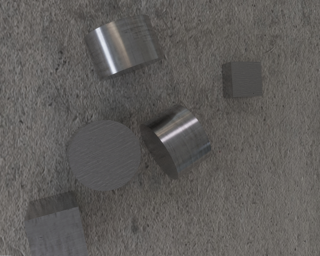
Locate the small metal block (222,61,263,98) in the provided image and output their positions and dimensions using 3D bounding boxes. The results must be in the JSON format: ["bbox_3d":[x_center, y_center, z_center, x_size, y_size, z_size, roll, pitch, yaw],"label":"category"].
[{"bbox_3d":[0.120,-0.070,0.453,0.050,0.025,0.050,-4,92,-20],"label":"small metal block"}]

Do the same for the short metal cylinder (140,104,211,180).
[{"bbox_3d":[0.018,0.017,0.387,0.050,0.080,0.080,-32,101,-17],"label":"short metal cylinder"}]

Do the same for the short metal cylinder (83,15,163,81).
[{"bbox_3d":[-0.042,-0.092,0.364,0.081,0.080,0.050,-23,98,-19],"label":"short metal cylinder"}]

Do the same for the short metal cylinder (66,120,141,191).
[{"bbox_3d":[-0.069,0.031,0.370,0.081,0.050,0.079,0,90,-20],"label":"short metal cylinder"}]

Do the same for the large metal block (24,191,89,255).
[{"bbox_3d":[-0.111,0.122,0.339,0.050,0.080,0.080,-12,94,-20],"label":"large metal block"}]
